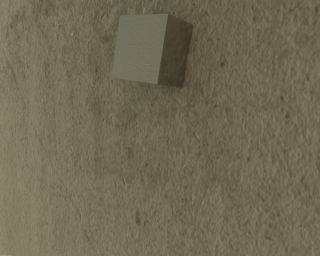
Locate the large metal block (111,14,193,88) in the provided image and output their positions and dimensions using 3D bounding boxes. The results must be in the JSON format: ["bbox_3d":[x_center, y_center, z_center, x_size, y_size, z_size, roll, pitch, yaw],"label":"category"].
[{"bbox_3d":[-0.011,-0.098,0.396,0.080,0.050,0.079,15,99,38],"label":"large metal block"}]
